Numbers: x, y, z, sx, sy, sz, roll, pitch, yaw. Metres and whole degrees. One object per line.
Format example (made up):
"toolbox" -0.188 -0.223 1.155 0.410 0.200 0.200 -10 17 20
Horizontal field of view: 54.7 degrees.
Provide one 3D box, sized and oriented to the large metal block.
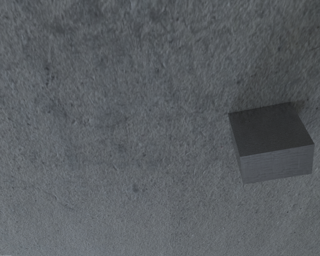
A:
"large metal block" 0.135 0.018 0.388 0.080 0.080 0.050 -11 129 8
